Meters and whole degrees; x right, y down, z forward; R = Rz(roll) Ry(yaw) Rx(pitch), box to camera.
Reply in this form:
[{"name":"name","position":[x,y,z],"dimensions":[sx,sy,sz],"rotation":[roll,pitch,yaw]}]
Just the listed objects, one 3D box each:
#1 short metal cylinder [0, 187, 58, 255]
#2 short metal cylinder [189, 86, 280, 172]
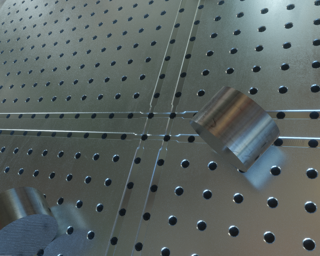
[{"name":"short metal cylinder","position":[-0.178,0.122,0.392],"dimensions":[0.080,0.080,0.050],"rotation":[-45,51,-3]},{"name":"short metal cylinder","position":[0.078,0.001,0.331],"dimensions":[0.050,0.080,0.080],"rotation":[-47,51,-4]}]
